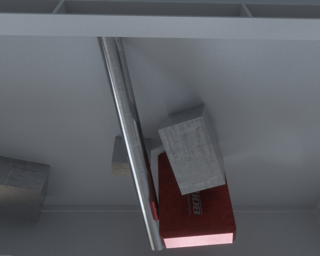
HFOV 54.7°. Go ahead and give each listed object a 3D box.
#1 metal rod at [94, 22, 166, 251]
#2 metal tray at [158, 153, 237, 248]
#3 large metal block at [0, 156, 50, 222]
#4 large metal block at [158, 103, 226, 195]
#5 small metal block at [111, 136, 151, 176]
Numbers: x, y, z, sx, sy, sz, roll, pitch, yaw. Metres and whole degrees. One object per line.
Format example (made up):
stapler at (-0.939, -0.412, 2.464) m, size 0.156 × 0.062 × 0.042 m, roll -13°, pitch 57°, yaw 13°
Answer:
metal rod at (-0.029, 0.028, 0.377) m, size 0.025 × 0.025 × 0.298 m, roll -8°, pitch 113°, yaw 6°
metal tray at (0.045, 0.088, 0.414) m, size 0.090 × 0.130 × 0.030 m, roll -6°, pitch 136°, yaw 5°
large metal block at (-0.217, 0.093, 0.469) m, size 0.081 × 0.050 × 0.079 m, roll 13°, pitch 129°, yaw -12°
large metal block at (0.041, 0.022, 0.374) m, size 0.050 × 0.080 × 0.080 m, roll -18°, pitch 101°, yaw 14°
small metal block at (-0.038, 0.039, 0.425) m, size 0.050 × 0.050 × 0.025 m, roll 3°, pitch 130°, yaw -3°
